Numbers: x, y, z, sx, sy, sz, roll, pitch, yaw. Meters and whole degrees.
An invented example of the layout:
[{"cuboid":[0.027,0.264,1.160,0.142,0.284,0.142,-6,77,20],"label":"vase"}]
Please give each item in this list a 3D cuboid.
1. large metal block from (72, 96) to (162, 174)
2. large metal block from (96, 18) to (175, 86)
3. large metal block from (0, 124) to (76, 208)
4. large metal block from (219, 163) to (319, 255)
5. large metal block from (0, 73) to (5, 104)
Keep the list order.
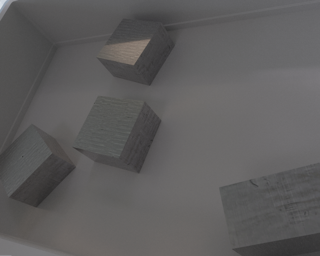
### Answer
[{"cuboid":[-0.056,0.007,0.415,0.080,0.050,0.080,10,66,32],"label":"large metal block"},{"cuboid":[-0.037,-0.120,0.483,0.080,0.050,0.080,20,72,35],"label":"large metal block"},{"cuboid":[-0.185,0.054,0.454,0.080,0.050,0.080,-46,51,-4],"label":"large metal block"},{"cuboid":[0.105,0.078,0.267,0.080,0.080,0.050,-18,55,18],"label":"large metal block"},{"cuboid":[-0.370,-0.076,0.634,0.080,0.050,0.080,-28,52,10],"label":"large metal block"}]
